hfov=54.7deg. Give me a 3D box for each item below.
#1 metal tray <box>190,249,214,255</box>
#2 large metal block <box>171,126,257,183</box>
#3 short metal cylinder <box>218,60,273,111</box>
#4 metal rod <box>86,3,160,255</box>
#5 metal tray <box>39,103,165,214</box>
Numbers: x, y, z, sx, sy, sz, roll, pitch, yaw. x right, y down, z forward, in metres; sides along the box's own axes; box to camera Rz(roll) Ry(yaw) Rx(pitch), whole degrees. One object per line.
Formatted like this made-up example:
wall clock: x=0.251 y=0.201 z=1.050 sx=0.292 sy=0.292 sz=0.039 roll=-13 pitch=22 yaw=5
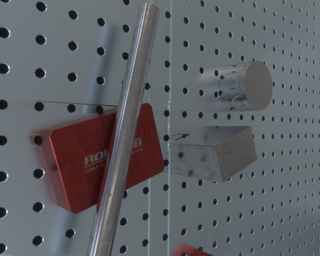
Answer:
metal tray: x=0.037 y=0.250 z=0.437 sx=0.131 sy=0.030 sz=0.090 roll=-31 pitch=109 yaw=-36
large metal block: x=0.076 y=0.033 z=0.437 sx=0.081 sy=0.080 sz=0.050 roll=-22 pitch=105 yaw=-38
short metal cylinder: x=0.142 y=-0.068 z=0.512 sx=0.081 sy=0.050 sz=0.079 roll=0 pitch=90 yaw=-40
metal rod: x=-0.039 y=0.007 z=0.336 sx=0.025 sy=0.025 sz=0.299 roll=18 pitch=79 yaw=-39
metal tray: x=-0.059 y=0.029 z=0.356 sx=0.131 sy=0.030 sz=0.089 roll=-20 pitch=103 yaw=-38
